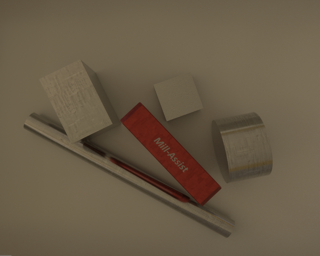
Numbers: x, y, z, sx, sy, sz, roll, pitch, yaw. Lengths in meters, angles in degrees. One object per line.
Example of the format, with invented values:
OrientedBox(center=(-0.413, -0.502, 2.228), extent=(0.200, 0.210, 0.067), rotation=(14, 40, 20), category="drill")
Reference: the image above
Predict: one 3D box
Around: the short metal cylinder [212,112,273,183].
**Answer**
OrientedBox(center=(0.099, 0.024, 0.384), extent=(0.050, 0.080, 0.080), rotation=(-12, 90, 1), category="short metal cylinder")

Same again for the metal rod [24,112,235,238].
OrientedBox(center=(-0.039, 0.062, 0.410), extent=(0.301, 0.025, 0.025), rotation=(29, 90, -1), category="metal rod")

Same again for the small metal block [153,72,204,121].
OrientedBox(center=(0.024, -0.040, 0.409), extent=(0.050, 0.025, 0.050), rotation=(-20, 90, -1), category="small metal block")

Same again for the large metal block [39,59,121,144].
OrientedBox(center=(-0.093, -0.029, 0.381), extent=(0.050, 0.080, 0.080), rotation=(-26, 90, 0), category="large metal block")

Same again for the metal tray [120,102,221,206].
OrientedBox(center=(0.012, 0.029, 0.377), extent=(0.030, 0.090, 0.130), rotation=(-44, 91, 0), category="metal tray")
